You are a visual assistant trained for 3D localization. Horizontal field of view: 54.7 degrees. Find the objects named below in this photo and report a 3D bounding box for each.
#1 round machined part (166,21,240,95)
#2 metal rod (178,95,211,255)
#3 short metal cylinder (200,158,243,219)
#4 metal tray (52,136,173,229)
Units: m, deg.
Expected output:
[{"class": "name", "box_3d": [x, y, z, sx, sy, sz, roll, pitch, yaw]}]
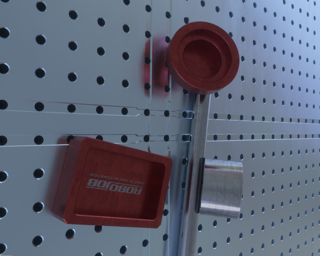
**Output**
[{"class": "round machined part", "box_3d": [0.055, -0.092, 0.427, 0.099, 0.042, 0.098, 3, 78, -14]}, {"class": "metal rod", "box_3d": [0.052, 0.056, 0.452, 0.025, 0.025, 0.298, 11, 83, -40]}, {"class": "short metal cylinder", "box_3d": [0.086, 0.085, 0.438, 0.080, 0.050, 0.080, 4, 91, -82]}, {"class": "metal tray", "box_3d": [-0.049, 0.067, 0.364, 0.131, 0.030, 0.090, 18, 79, -39]}]
